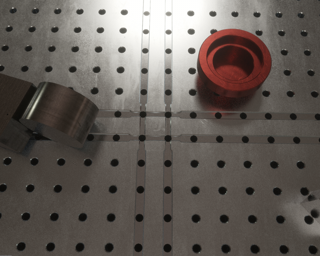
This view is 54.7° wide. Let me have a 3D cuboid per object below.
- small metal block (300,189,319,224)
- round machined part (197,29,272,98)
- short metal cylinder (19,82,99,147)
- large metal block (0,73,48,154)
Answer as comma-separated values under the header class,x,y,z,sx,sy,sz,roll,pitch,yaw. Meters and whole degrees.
class,x,y,z,sx,sy,sz,roll,pitch,yaw
small metal block,0.203,0.098,0.365,0.025,0.050,0.050,-38,75,-13
round machined part,0.101,-0.086,0.436,0.099,0.042,0.098,0,70,-1
short metal cylinder,-0.124,-0.015,0.386,0.080,0.080,0.050,18,71,6
large metal block,-0.205,-0.022,0.399,0.080,0.050,0.080,17,71,14
